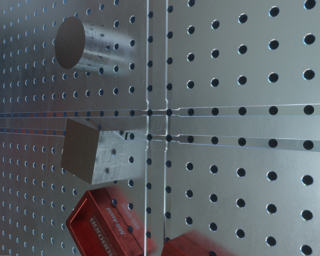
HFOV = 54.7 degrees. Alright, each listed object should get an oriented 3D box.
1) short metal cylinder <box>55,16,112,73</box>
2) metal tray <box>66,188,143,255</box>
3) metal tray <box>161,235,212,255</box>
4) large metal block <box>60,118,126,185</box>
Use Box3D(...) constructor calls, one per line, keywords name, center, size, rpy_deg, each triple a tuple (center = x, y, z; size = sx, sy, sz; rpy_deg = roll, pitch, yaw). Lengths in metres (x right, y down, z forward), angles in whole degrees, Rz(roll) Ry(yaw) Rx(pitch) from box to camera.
Box3D(name="short metal cylinder", center=(-0.123, -0.131, 0.495), size=(0.080, 0.050, 0.079), rpy_deg=(0, 90, 40))
Box3D(name="metal tray", center=(-0.090, 0.171, 0.480), size=(0.130, 0.030, 0.090), rpy_deg=(51, 120, 28))
Box3D(name="metal tray", center=(0.033, 0.213, 0.379), size=(0.090, 0.030, 0.129), rpy_deg=(23, 105, 37))
Box3D(name="large metal block", center=(-0.104, 0.033, 0.479), size=(0.080, 0.050, 0.079), rpy_deg=(18, 102, 38))
